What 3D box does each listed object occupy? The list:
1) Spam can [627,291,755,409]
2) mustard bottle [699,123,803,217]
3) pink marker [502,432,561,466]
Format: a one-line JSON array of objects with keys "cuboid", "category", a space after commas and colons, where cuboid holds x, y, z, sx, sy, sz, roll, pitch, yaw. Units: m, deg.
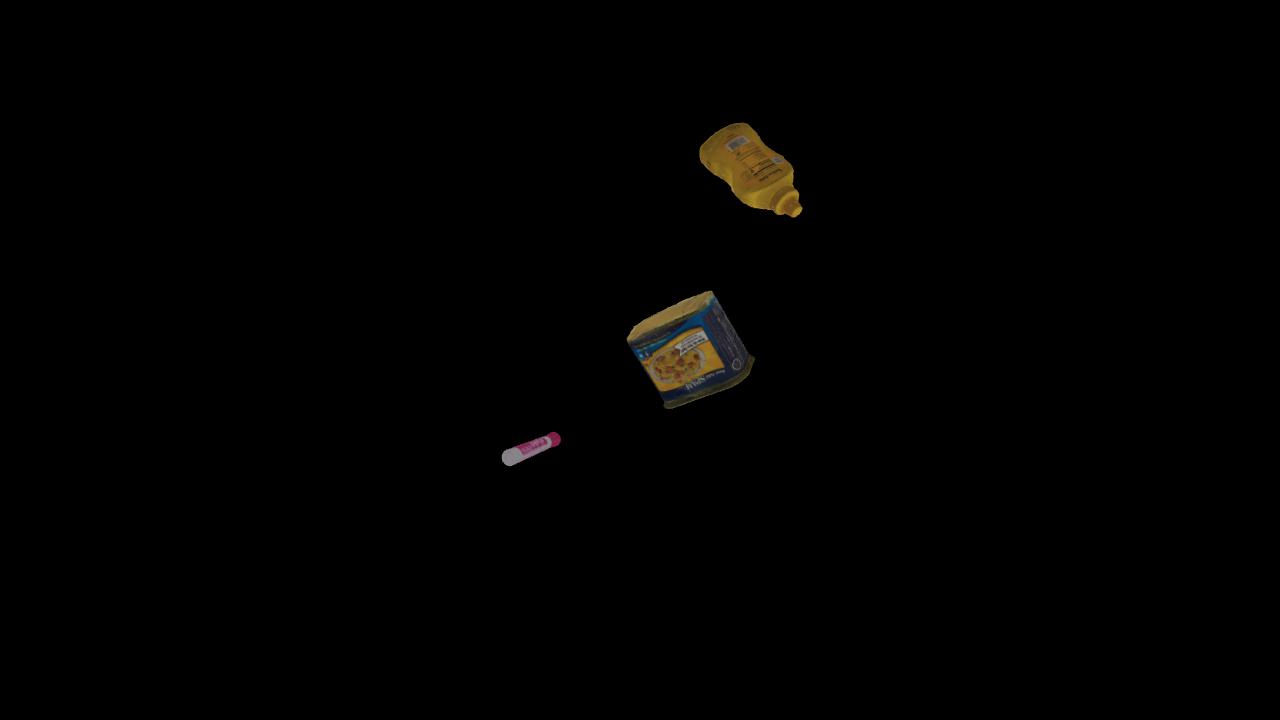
[{"cuboid": [0.048, -0.010, 0.614, 0.101, 0.085, 0.058, -24, 18, 30], "category": "Spam can"}, {"cuboid": [0.171, -0.268, 0.893, 0.092, 0.184, 0.054, -28, -29, -14], "category": "mustard bottle"}, {"cuboid": [-0.127, 0.105, 0.738, 0.020, 0.020, 0.121, 0, 3, 18], "category": "pink marker"}]
